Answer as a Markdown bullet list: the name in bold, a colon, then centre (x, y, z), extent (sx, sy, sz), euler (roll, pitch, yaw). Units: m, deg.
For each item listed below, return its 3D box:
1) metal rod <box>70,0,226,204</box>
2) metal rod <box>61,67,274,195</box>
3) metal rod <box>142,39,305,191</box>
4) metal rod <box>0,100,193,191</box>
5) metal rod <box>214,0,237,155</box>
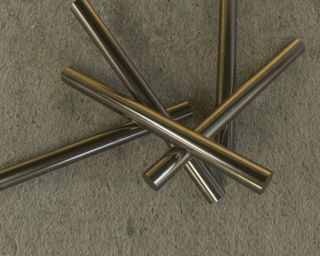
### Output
- **metal rod**: centre (-0.017, -0.036, 0.387), extent (0.025, 0.025, 0.299), euler (-35, 86, -12)
- **metal rod**: centre (-0.015, -0.012, 0.360), extent (0.300, 0.025, 0.025), euler (29, 72, 30)
- **metal rod**: centre (0.095, -0.030, 0.393), extent (0.301, 0.025, 0.025), euler (-40, 75, -24)
- **metal rod**: centre (-0.101, 0.028, 0.397), extent (0.302, 0.025, 0.025), euler (-21, 72, -8)
- **metal rod**: centre (0.096, -0.099, 0.444), extent (0.025, 0.025, 0.299), euler (5, 70, 2)
